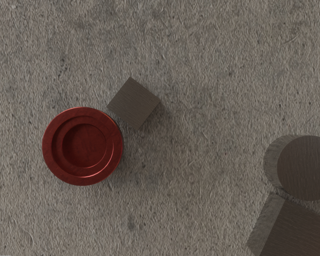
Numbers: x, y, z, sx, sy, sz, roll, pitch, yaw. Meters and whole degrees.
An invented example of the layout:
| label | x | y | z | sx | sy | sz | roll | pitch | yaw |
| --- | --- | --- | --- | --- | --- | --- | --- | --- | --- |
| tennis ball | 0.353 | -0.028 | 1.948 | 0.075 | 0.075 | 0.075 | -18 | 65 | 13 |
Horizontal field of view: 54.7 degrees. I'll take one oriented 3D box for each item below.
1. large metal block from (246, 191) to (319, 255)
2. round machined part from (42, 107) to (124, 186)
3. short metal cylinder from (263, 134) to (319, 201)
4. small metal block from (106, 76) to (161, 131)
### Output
| label | x | y | z | sx | sy | sz | roll | pitch | yaw |
| --- | --- | --- | --- | --- | --- | --- | --- | --- | --- |
| large metal block | 0.171 | 0.139 | 0.400 | 0.080 | 0.050 | 0.080 | 25 | 90 | -1 |
| round machined part | -0.095 | 0.022 | 0.400 | 0.099 | 0.042 | 0.097 | 0 | 90 | -1 |
| short metal cylinder | 0.182 | 0.049 | 0.400 | 0.081 | 0.050 | 0.079 | 0 | 90 | -1 |
| small metal block | -0.034 | -0.032 | 0.410 | 0.050 | 0.025 | 0.050 | 38 | 90 | -1 |
